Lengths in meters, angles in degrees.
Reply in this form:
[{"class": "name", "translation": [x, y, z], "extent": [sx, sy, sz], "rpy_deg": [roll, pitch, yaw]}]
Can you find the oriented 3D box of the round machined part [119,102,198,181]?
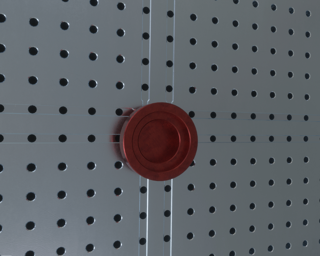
[{"class": "round machined part", "translation": [-0.004, 0.017, 0.402], "extent": [0.099, 0.042, 0.097], "rpy_deg": [0, 90, -20]}]
